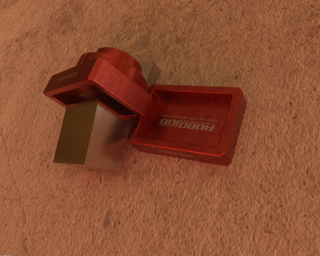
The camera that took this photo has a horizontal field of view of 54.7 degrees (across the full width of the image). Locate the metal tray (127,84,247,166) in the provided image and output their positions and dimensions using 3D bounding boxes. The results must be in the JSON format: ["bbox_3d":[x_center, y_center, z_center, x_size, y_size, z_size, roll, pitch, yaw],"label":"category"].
[{"bbox_3d":[0.033,-0.008,0.389,0.130,0.030,0.090,7,65,30],"label":"metal tray"}]

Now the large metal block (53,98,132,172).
[{"bbox_3d":[-0.089,0.012,0.403,0.080,0.050,0.080,-4,71,46],"label":"large metal block"}]

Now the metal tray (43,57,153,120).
[{"bbox_3d":[-0.085,-0.043,0.411,0.130,0.090,0.030,-4,59,47],"label":"metal tray"}]

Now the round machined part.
[{"bbox_3d":[-0.063,-0.072,0.420,0.098,0.098,0.042,6,65,30],"label":"round machined part"}]

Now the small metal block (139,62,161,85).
[{"bbox_3d":[-0.033,-0.072,0.466,0.050,0.025,0.050,7,65,31],"label":"small metal block"}]
